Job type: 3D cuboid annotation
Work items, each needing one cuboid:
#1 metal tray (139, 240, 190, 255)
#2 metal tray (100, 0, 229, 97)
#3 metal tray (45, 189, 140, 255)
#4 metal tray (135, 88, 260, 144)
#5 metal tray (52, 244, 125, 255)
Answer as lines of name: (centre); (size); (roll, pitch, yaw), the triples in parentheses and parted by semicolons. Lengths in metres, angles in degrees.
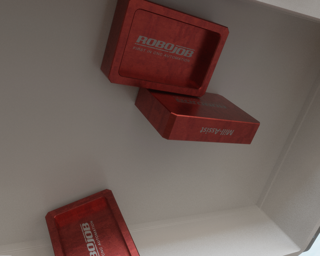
metal tray: (-0.006, 0.273, 0.576); (0.091, 0.030, 0.129); (1, 118, -29)
metal tray: (0.007, -0.089, 0.355); (0.131, 0.030, 0.089); (5, 116, -31)
metal tray: (-0.082, 0.149, 0.387); (0.091, 0.130, 0.030); (-20, 141, -17)
metal tray: (0.046, -0.018, 0.382); (0.131, 0.090, 0.030); (4, 117, -31)
metal tray: (-0.107, 0.230, 0.494); (0.131, 0.030, 0.089); (1, 118, -30)
